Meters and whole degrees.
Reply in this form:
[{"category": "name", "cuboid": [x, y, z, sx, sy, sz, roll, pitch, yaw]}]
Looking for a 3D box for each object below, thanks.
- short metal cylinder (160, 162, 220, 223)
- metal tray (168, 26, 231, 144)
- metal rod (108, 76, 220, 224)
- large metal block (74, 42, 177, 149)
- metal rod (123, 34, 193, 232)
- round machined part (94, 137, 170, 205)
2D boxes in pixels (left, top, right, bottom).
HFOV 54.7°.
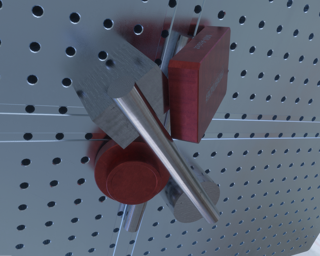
[{"category": "short metal cylinder", "cuboid": [0.046, 0.101, 0.485, 0.081, 0.050, 0.079, -14, 125, -21]}, {"category": "metal tray", "cuboid": [0.049, -0.054, 0.352, 0.131, 0.030, 0.089, -53, 146, -50]}, {"category": "metal rod", "cuboid": [0.024, 0.050, 0.365, 0.025, 0.025, 0.300, -37, 138, -4]}, {"category": "large metal block", "cuboid": [-0.037, -0.038, 0.334, 0.080, 0.080, 0.050, -41, 130, 0]}, {"category": "metal rod", "cuboid": [-0.005, 0.023, 0.424, 0.025, 0.025, 0.298, 2, 117, -30]}, {"category": "round machined part", "cuboid": [-0.035, 0.060, 0.399, 0.099, 0.042, 0.097, -4, 117, -8]}]
